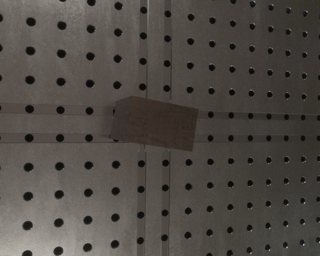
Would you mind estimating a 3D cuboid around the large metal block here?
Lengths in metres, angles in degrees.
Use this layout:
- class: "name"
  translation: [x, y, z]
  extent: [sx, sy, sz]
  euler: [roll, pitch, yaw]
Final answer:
- class: "large metal block"
  translation: [-0.010, -0.004, 0.381]
  extent: [0.081, 0.080, 0.050]
  euler: [10, 87, -20]
